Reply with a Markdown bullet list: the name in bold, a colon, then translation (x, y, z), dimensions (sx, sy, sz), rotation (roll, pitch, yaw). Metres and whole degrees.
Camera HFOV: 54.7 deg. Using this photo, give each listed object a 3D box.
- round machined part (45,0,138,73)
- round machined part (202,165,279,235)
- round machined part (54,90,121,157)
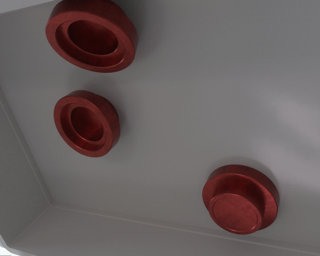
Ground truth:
- **round machined part**: translation (-0.073, -0.109, 0.350), dimensions (0.099, 0.042, 0.098), rotation (7, 154, 4)
- **round machined part**: translation (0.102, 0.100, 0.406), dimensions (0.098, 0.042, 0.097), rotation (13, 124, 21)
- **round machined part**: translation (-0.099, -0.010, 0.444), dimensions (0.098, 0.042, 0.097), rotation (13, 124, 21)
